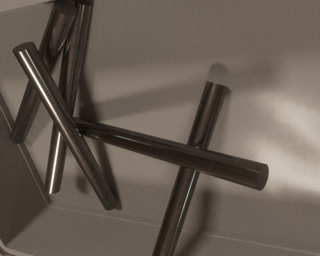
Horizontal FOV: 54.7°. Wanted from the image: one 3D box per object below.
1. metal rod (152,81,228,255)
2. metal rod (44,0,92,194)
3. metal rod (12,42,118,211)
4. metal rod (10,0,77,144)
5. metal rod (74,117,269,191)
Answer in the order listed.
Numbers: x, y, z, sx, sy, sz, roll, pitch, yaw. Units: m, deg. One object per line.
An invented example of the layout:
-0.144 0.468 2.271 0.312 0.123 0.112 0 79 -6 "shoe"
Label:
0.023 0.091 0.372 0.025 0.025 0.298 19 100 16 "metal rod"
-0.135 -0.025 0.436 0.025 0.025 0.298 25 119 12 "metal rod"
-0.119 0.020 0.441 0.025 0.025 0.299 5 134 25 "metal rod"
-0.178 -0.057 0.443 0.025 0.025 0.298 43 135 -2 "metal rod"
-0.019 0.020 0.377 0.300 0.025 0.025 13 125 40 "metal rod"
